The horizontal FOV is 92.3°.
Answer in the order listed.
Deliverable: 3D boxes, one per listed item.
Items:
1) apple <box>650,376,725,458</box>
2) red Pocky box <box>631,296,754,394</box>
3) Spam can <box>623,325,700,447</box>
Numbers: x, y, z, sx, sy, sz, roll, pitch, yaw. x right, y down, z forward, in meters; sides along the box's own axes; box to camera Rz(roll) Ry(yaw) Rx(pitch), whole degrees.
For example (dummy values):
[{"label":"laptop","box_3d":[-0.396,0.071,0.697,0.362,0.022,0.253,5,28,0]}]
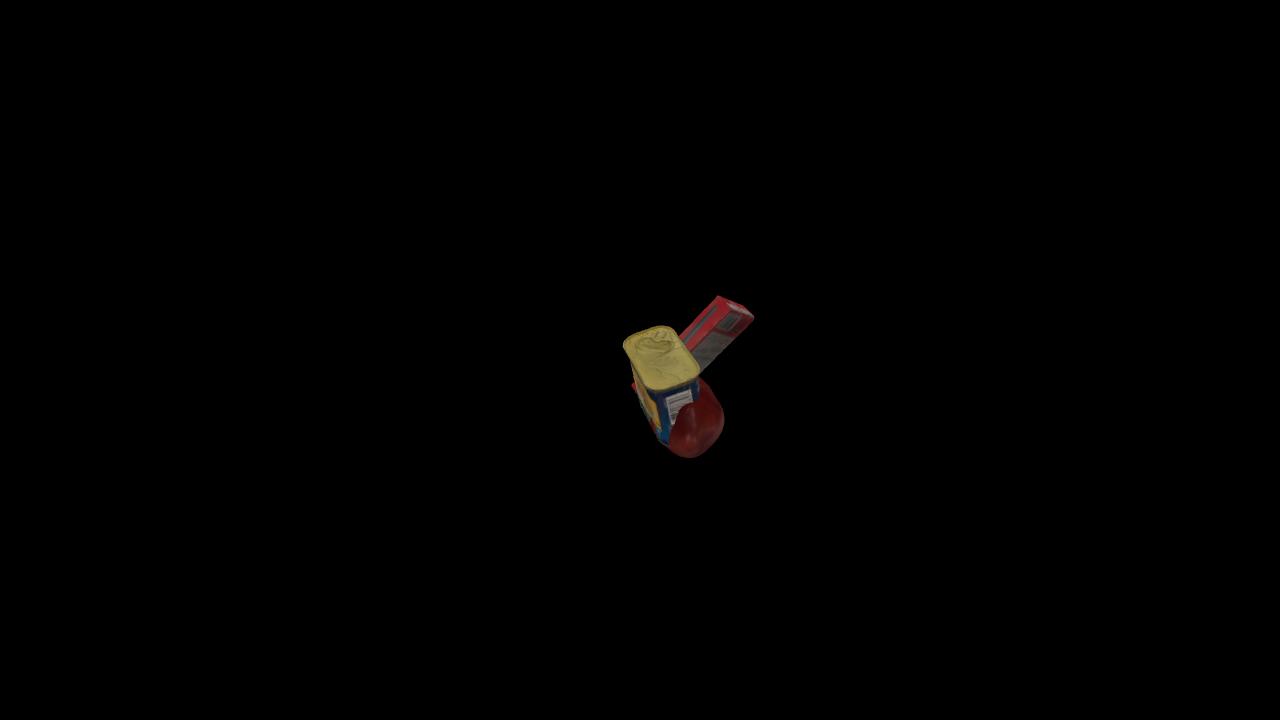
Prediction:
[{"label":"apple","box_3d":[0.048,0.058,0.638,0.079,0.079,0.093,-4,-45,4]},{"label":"red Pocky box","box_3d":[0.064,-0.010,0.741,0.155,0.028,0.083,-46,-23,18]},{"label":"Spam can","box_3d":[0.027,0.028,0.638,0.058,0.085,0.101,-19,38,-8]}]
